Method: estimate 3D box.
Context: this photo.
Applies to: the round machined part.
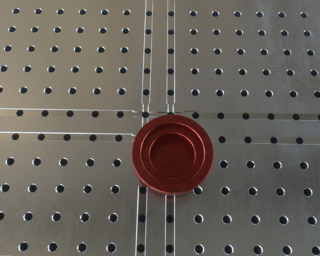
[{"bbox_3d":[0.015,0.036,0.390,0.099,0.042,0.098,0,70,0],"label":"round machined part"}]
